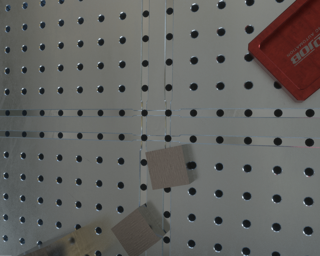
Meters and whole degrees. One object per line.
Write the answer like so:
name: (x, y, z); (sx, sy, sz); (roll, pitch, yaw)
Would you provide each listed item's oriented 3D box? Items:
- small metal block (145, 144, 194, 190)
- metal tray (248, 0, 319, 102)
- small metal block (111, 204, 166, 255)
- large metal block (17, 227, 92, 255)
small metal block: (0.013, 0.051, 0.407); (0.050, 0.025, 0.050); (-13, 86, 19)
metal tray: (0.178, -0.103, 0.347); (0.130, 0.030, 0.090); (-42, 77, 14)
small metal block: (-0.030, 0.141, 0.422); (0.050, 0.025, 0.050); (-41, 78, 15)
large metal block: (-0.156, 0.189, 0.437); (0.080, 0.080, 0.050); (-26, 82, 18)
